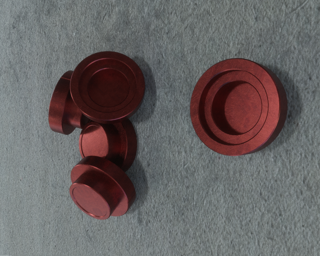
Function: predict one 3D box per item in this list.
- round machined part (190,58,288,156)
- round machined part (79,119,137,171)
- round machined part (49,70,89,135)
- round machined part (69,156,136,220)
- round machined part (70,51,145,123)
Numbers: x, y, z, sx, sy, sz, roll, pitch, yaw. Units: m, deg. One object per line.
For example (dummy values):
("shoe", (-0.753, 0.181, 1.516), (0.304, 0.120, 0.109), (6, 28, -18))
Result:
("round machined part", (0.084, -0.021, 0.325), (0.098, 0.042, 0.097), (0, 90, 40))
("round machined part", (-0.084, 0.024, 0.464), (0.098, 0.042, 0.097), (0, 90, 40))
("round machined part", (-0.128, -0.036, 0.476), (0.042, 0.098, 0.097), (16, 103, 2))
("round machined part", (-0.087, 0.090, 0.436), (0.098, 0.042, 0.097), (17, 130, 21))
("round machined part", (-0.070, -0.053, 0.430), (0.099, 0.042, 0.098), (1, 77, -4))
